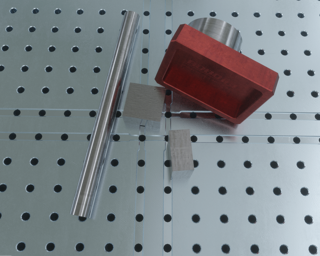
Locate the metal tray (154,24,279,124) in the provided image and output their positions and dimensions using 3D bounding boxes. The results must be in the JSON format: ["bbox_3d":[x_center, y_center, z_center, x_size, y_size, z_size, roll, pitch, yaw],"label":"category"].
[{"bbox_3d":[0.066,-0.062,0.387,0.131,0.090,0.030,27,62,-2],"label":"metal tray"}]

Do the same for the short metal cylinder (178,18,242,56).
[{"bbox_3d":[0.066,-0.102,0.421,0.080,0.080,0.050,18,71,6],"label":"short metal cylinder"}]

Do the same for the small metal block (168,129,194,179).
[{"bbox_3d":[0.025,0.034,0.386,0.025,0.050,0.050,-4,70,-2],"label":"small metal block"}]

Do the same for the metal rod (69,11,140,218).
[{"bbox_3d":[-0.069,-0.032,0.422,0.025,0.025,0.299,10,70,3],"label":"metal rod"}]

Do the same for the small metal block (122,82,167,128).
[{"bbox_3d":[-0.020,-0.031,0.423,0.050,0.025,0.050,9,70,3],"label":"small metal block"}]
